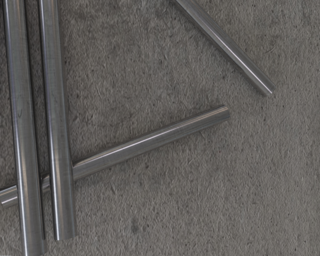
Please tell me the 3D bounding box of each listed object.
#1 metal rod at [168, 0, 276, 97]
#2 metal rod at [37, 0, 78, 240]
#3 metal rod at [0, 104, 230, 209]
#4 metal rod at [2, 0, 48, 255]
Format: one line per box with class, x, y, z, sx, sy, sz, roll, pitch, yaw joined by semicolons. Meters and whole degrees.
metal rod;0.056;-0.150;0.429;0.300;0.025;0.025;41;77;-16
metal rod;-0.117;-0.030;0.348;0.025;0.025;0.298;-4;85;-20
metal rod;-0.041;0.028;0.393;0.302;0.025;0.025;-21;97;-19
metal rod;-0.148;-0.016;0.336;0.025;0.025;0.298;-5;85;-20
